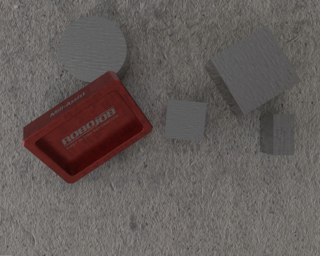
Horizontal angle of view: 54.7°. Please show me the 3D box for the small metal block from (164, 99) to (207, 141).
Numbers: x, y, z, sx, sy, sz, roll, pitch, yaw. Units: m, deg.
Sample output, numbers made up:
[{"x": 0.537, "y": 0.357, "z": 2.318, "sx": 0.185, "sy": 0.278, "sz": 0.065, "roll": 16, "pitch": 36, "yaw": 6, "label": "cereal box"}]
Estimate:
[{"x": 0.033, "y": -0.010, "z": 0.410, "sx": 0.050, "sy": 0.025, "sz": 0.050, "roll": 5, "pitch": 90, "yaw": 0, "label": "small metal block"}]

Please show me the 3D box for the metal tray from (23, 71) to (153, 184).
[{"x": -0.086, "y": 0.002, "z": 0.382, "sx": 0.130, "sy": 0.030, "sz": 0.090, "roll": -34, "pitch": 129, "yaw": 0, "label": "metal tray"}]

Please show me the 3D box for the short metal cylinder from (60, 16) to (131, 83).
[{"x": -0.080, "y": -0.095, "z": 0.397, "sx": 0.081, "sy": 0.050, "sz": 0.079, "roll": 0, "pitch": 90, "yaw": 0, "label": "short metal cylinder"}]

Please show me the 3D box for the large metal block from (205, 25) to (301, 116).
[{"x": 0.116, "y": -0.070, "z": 0.398, "sx": 0.080, "sy": 0.050, "sz": 0.080, "roll": -31, "pitch": 90, "yaw": 0, "label": "large metal block"}]

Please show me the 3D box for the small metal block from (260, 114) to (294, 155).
[{"x": 0.149, "y": 0.008, "z": 0.399, "sx": 0.025, "sy": 0.050, "sz": 0.050, "roll": 0, "pitch": 90, "yaw": 0, "label": "small metal block"}]
